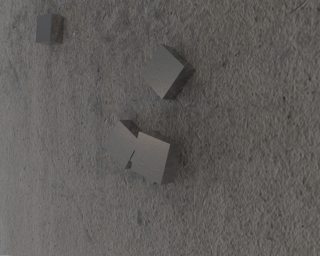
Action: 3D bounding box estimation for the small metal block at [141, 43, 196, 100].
[{"bbox_3d":[0.010,-0.071,0.397,0.050,0.025,0.050,50,119,28],"label":"small metal block"}]

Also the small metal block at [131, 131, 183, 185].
[{"bbox_3d":[-0.004,0.035,0.376,0.050,0.025,0.050,21,103,37],"label":"small metal block"}]

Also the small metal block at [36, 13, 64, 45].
[{"bbox_3d":[-0.205,-0.182,0.574,0.050,0.025,0.050,9,96,39],"label":"small metal block"}]

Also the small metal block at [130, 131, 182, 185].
[{"bbox_3d":[-0.006,0.039,0.410,0.050,0.025,0.050,43,116,31],"label":"small metal block"}]

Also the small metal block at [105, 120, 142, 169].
[{"bbox_3d":[-0.046,0.023,0.443,0.050,0.025,0.050,43,116,31],"label":"small metal block"}]
